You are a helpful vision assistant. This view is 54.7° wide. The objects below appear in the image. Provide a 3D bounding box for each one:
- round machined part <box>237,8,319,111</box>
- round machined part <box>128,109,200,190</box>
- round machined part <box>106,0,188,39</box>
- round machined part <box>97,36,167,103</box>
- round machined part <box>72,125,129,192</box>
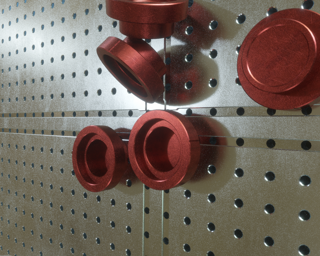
[{"bbox_3d":[0.119,-0.066,0.299,0.098,0.042,0.097,0,90,39],"label":"round machined part"},{"bbox_3d":[0.010,0.026,0.389,0.098,0.042,0.097,0,90,39],"label":"round machined part"},{"bbox_3d":[-0.016,-0.139,0.378,0.098,0.099,0.042,30,131,36],"label":"round machined part"},{"bbox_3d":[-0.030,-0.080,0.397,0.098,0.098,0.042,34,77,34],"label":"round machined part"},{"bbox_3d":[-0.086,0.045,0.466,0.098,0.042,0.097,0,90,39],"label":"round machined part"}]
